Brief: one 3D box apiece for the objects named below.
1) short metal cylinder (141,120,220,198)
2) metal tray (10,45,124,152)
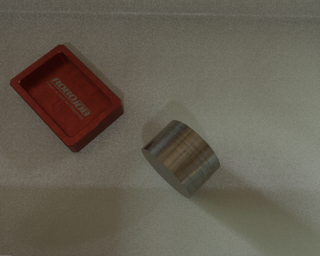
[{"bbox_3d":[0.024,0.037,0.367,0.050,0.080,0.080,-43,76,-14],"label":"short metal cylinder"},{"bbox_3d":[-0.125,-0.042,0.420,0.090,0.030,0.130,-43,76,-14],"label":"metal tray"}]
